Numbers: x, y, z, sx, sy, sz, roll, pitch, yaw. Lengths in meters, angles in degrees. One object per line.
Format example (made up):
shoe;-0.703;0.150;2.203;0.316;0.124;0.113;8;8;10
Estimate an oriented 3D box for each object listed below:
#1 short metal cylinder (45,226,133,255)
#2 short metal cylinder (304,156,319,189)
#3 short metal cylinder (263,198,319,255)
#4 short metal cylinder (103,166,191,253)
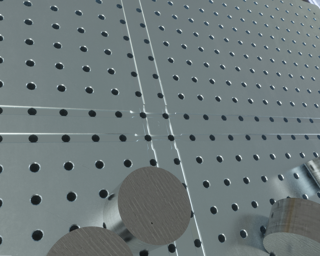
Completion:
short metal cylinder;-0.067;0.134;0.274;0.081;0.050;0.080;14;56;-21
short metal cylinder;0.278;0.059;0.486;0.081;0.080;0.050;-15;70;-34
short metal cylinder;0.175;0.133;0.386;0.080;0.080;0.050;36;51;-4
short metal cylinder;-0.014;0.088;0.331;0.081;0.050;0.080;14;56;-21
